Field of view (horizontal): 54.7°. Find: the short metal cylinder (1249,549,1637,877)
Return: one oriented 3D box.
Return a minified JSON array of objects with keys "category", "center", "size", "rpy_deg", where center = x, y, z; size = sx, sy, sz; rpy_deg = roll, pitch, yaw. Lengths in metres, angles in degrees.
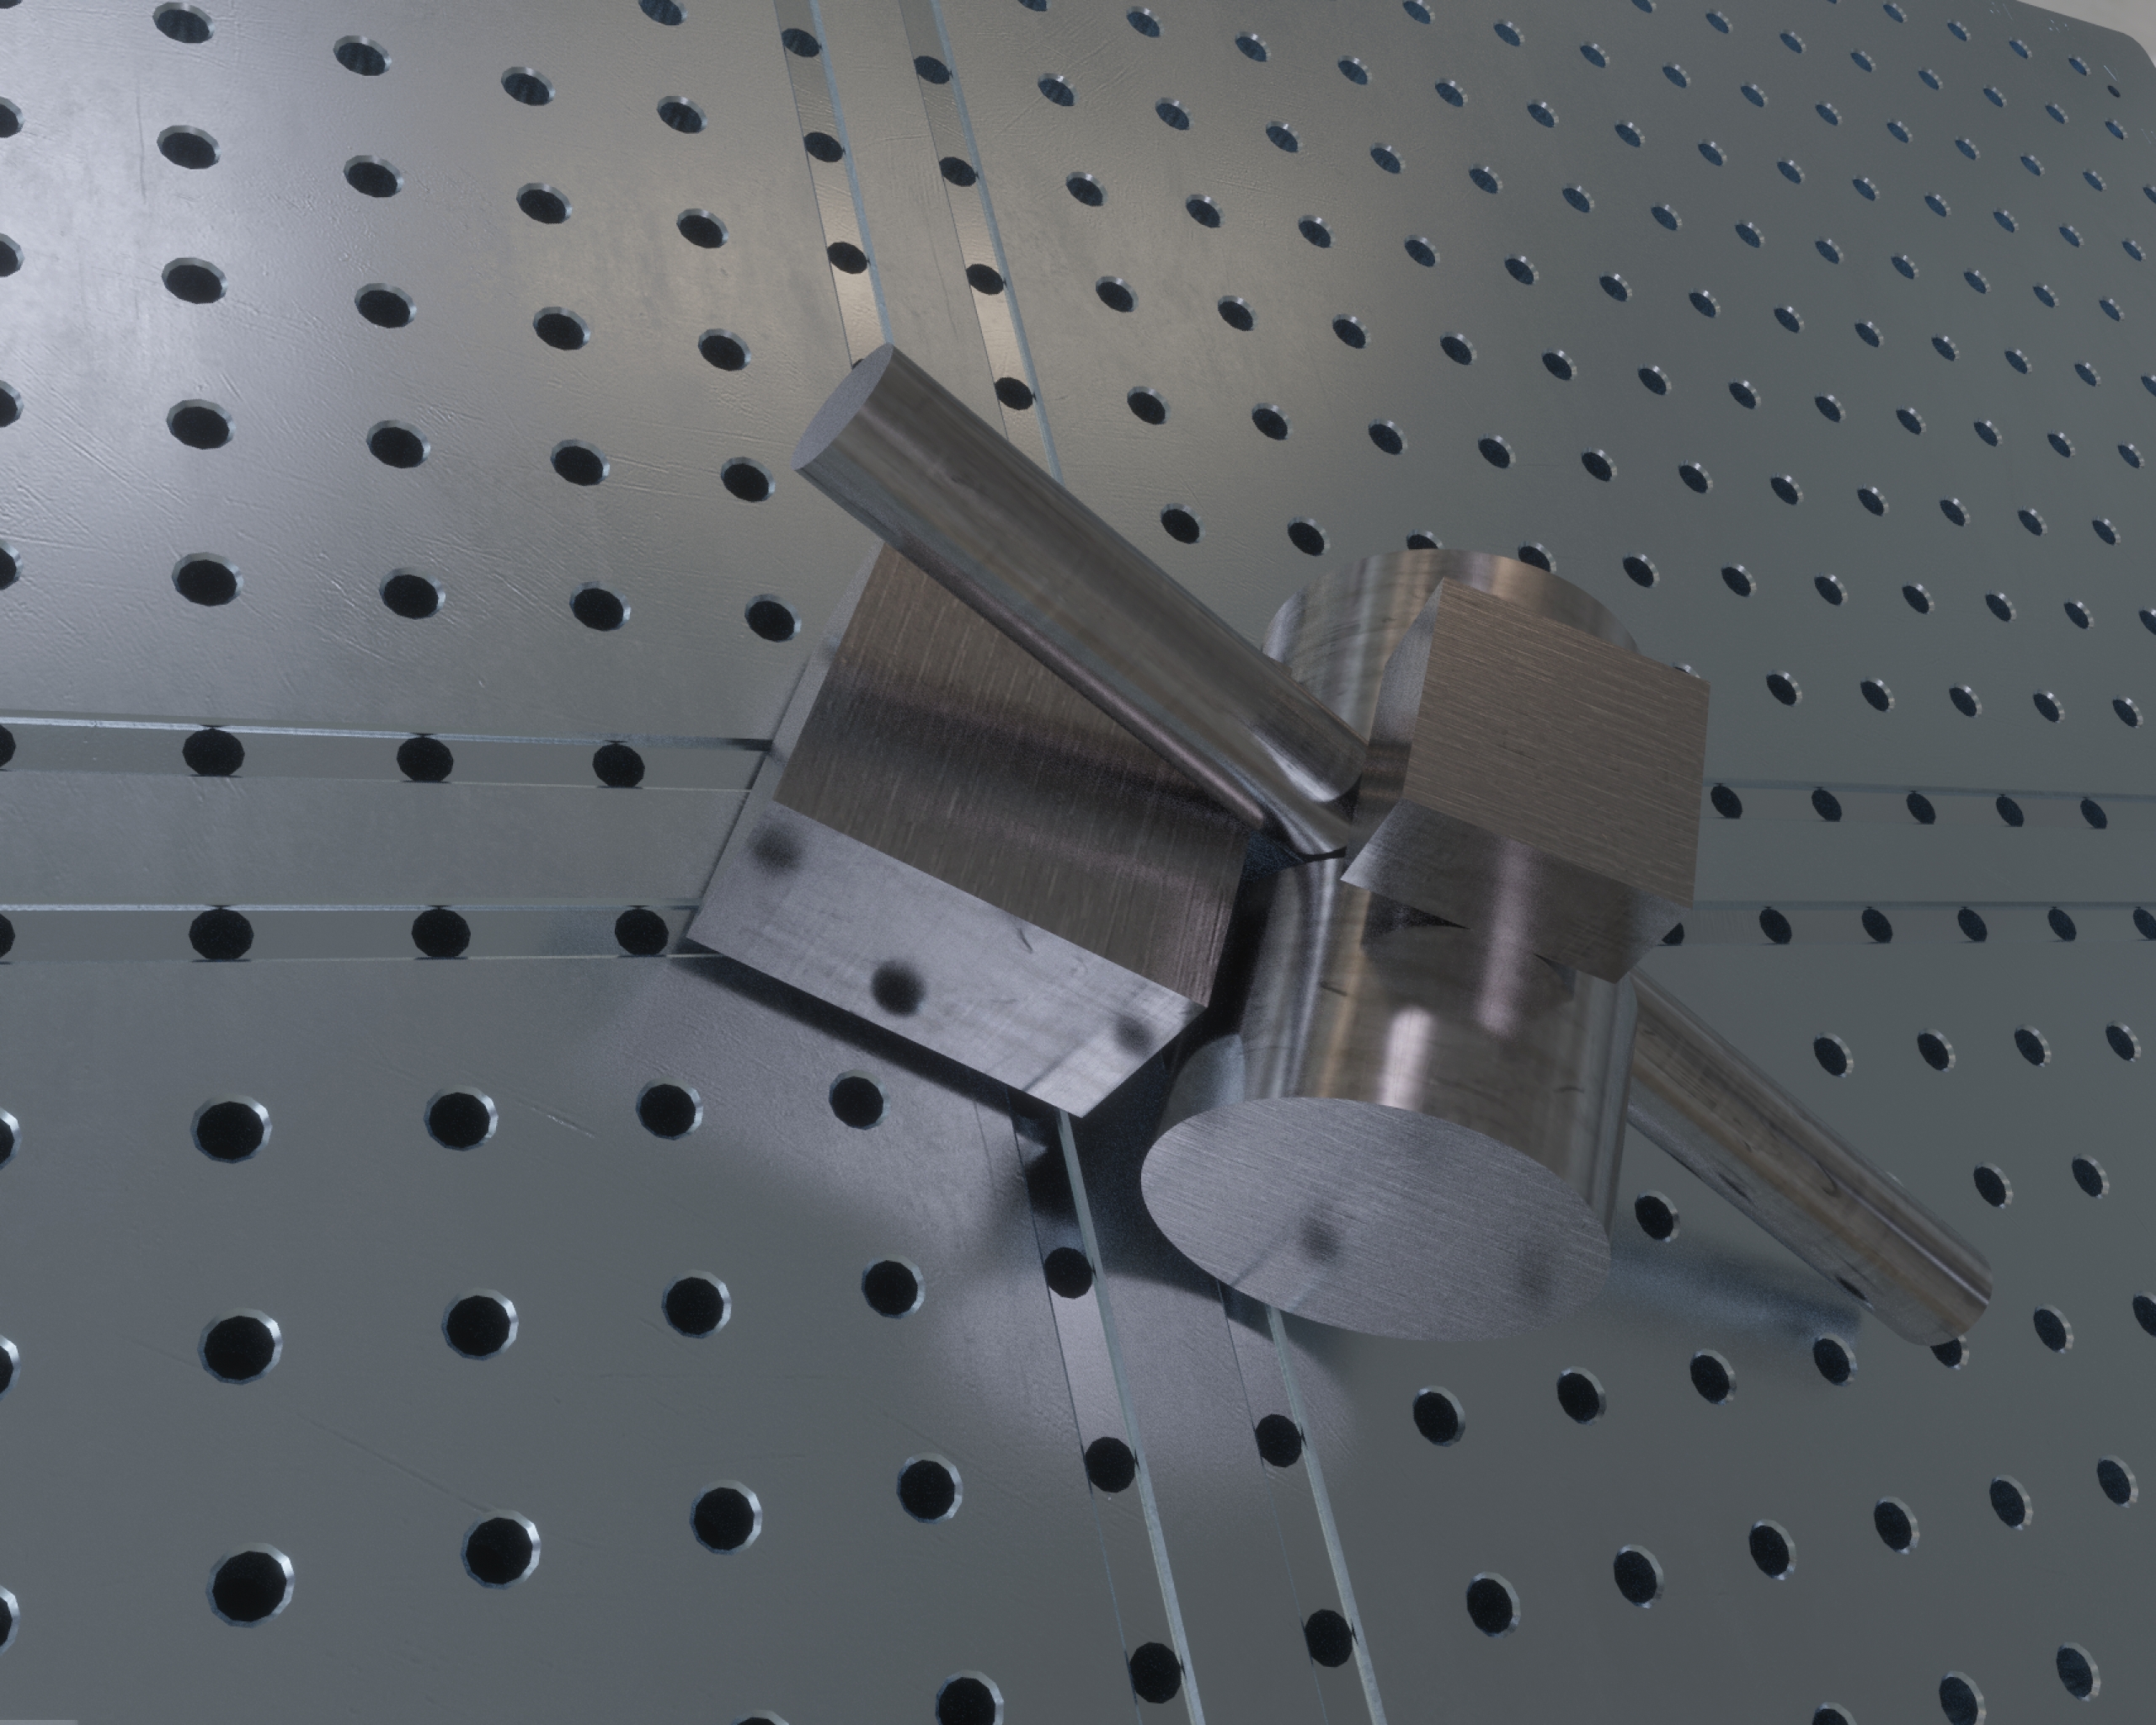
[{"category":"short metal cylinder","center":[0.072,-0.016,0.418],"size":[0.080,0.080,0.050],"rpy_deg":[25,53,-13]}]

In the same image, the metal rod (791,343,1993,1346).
[{"category":"metal rod","center":[0.074,0.010,0.387],"size":[0.301,0.025,0.025],"rpy_deg":[36,50,-24]}]

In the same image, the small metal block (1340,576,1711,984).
[{"category":"small metal block","center":[0.076,-0.014,0.352],"size":[0.050,0.025,0.050],"rpy_deg":[21,54,-6]}]

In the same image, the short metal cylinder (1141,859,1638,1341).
[{"category":"short metal cylinder","center":[0.056,0.044,0.372],"size":[0.080,0.080,0.050],"rpy_deg":[27,53,-12]}]

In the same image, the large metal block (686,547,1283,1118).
[{"category":"large metal block","center":[-0.014,-0.012,0.384],"size":[0.080,0.050,0.080],"rpy_deg":[26,53,-12]}]
